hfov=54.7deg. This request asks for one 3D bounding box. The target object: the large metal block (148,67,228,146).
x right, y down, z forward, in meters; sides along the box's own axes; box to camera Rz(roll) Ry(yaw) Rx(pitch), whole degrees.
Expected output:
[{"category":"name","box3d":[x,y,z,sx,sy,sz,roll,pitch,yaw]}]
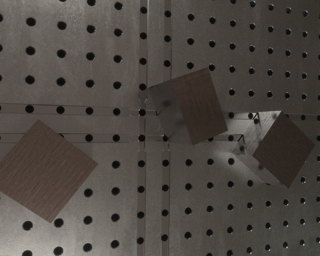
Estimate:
[{"category":"large metal block","box3d":[0.033,-0.026,0.397,0.050,0.080,0.080,-22,98,-19]}]

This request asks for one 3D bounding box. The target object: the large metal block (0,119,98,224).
[{"category":"large metal block","box3d":[-0.131,0.046,0.351,0.080,0.050,0.080,41,77,-16]}]

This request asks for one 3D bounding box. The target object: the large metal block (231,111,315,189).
[{"category":"large metal block","box3d":[0.169,0.031,0.464,0.080,0.050,0.080,40,77,-16]}]
